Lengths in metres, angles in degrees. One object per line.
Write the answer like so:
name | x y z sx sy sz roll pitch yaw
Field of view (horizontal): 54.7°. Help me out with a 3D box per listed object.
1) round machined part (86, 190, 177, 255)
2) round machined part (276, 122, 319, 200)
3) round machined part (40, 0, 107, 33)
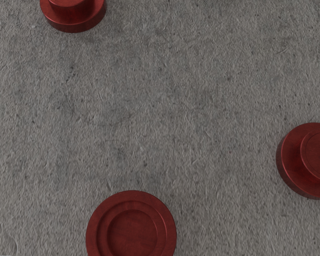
round machined part | -0.031 0.123 0.354 0.099 0.042 0.098 0 70 0
round machined part | 0.201 0.038 0.386 0.099 0.042 0.098 0 70 0
round machined part | -0.133 -0.198 0.470 0.099 0.042 0.098 0 70 0
